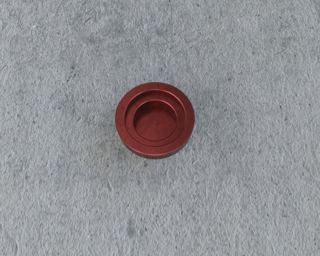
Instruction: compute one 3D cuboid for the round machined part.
[{"bbox_3d":[-0.006,-0.007,0.402,0.099,0.042,0.098,0,70,0],"label":"round machined part"}]
